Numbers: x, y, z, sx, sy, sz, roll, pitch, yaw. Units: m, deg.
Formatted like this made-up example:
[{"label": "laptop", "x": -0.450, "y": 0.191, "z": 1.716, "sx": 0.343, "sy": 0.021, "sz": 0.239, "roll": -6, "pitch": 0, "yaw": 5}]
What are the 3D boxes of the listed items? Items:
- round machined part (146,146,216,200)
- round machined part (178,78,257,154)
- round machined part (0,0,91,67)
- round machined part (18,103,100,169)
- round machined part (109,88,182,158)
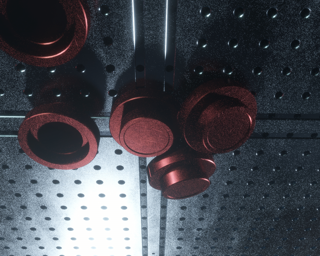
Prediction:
[{"label": "round machined part", "x": 0.033, "y": 0.069, "z": 0.441, "sx": 0.099, "sy": 0.042, "sz": 0.098, "roll": -10, "pitch": 147, "yaw": -6}, {"label": "round machined part", "x": 0.075, "y": -0.008, "z": 0.377, "sx": 0.099, "sy": 0.042, "sz": 0.097, "roll": -11, "pitch": 126, "yaw": -15}, {"label": "round machined part", "x": -0.117, "y": -0.113, "z": 0.302, "sx": 0.099, "sy": 0.042, "sz": 0.097, "roll": -1, "pitch": 130, "yaw": 0}, {"label": "round machined part", "x": -0.128, "y": 0.006, "z": 0.404, "sx": 0.099, "sy": 0.042, "sz": 0.097, "roll": -1, "pitch": 130, "yaw": 0}, {"label": "round machined part", "x": -0.017, "y": 0.000, "z": 0.401, "sx": 0.099, "sy": 0.042, "sz": 0.097, "roll": 0, "pitch": 130, "yaw": 0}]
